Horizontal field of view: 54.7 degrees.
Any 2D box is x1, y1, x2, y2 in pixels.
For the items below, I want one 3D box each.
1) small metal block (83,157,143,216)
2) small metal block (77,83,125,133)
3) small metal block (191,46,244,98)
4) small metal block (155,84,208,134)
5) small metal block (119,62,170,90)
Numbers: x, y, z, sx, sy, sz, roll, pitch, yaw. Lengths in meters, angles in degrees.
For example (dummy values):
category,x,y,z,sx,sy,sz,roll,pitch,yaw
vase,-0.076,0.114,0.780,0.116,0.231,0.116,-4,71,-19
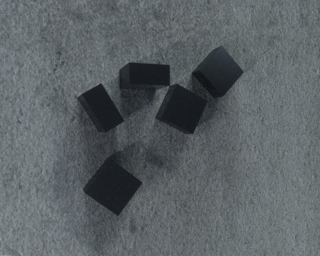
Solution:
category,x,y,z,sx,sy,sz,roll,pitch,yaw
small metal block,-0.059,0.073,0.388,0.050,0.025,0.050,40,77,-16
small metal block,-0.072,-0.023,0.370,0.025,0.050,0.050,-33,101,-17
small metal block,0.082,-0.079,0.441,0.050,0.025,0.050,45,76,-15
small metal block,0.029,-0.025,0.421,0.050,0.025,0.050,27,81,-18
small metal block,-0.020,-0.064,0.389,0.050,0.050,0.025,-1,91,-20
